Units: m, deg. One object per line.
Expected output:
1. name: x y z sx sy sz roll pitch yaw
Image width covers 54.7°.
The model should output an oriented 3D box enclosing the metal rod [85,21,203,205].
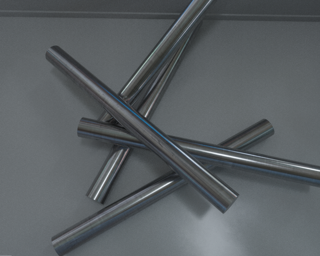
1. metal rod: -0.013 -0.038 0.423 0.025 0.025 0.300 25 72 8

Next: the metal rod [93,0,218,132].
1. metal rod: 0.011 -0.104 0.384 0.025 0.025 0.299 42 99 13

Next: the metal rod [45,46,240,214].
1. metal rod: -0.037 -0.013 0.362 0.300 0.025 0.025 39 74 22

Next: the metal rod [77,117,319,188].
1. metal rod: 0.051 0.029 0.371 0.302 0.025 0.025 12 71 3

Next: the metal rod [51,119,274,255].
1. metal rod: 0.012 0.068 0.384 0.302 0.025 0.025 -28 73 -10
